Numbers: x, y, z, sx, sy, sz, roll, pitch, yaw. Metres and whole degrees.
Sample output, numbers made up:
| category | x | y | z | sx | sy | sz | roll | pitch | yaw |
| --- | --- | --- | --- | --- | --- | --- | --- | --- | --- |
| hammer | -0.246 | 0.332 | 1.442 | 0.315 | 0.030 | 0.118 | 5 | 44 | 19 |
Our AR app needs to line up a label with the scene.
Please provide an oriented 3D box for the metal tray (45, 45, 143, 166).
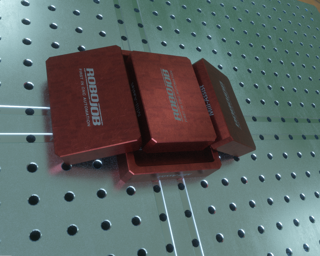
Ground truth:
| category | x | y | z | sx | sy | sz | roll | pitch | yaw |
| --- | --- | --- | --- | --- | --- | --- | --- | --- | --- |
| metal tray | -0.078 | -0.030 | 0.359 | 0.091 | 0.030 | 0.130 | -12 | 66 | -6 |

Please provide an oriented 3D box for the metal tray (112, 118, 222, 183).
| category | x | y | z | sx | sy | sz | roll | pitch | yaw |
| --- | --- | --- | --- | --- | --- | --- | --- | --- | --- |
| metal tray | 0.009 | 0.019 | 0.400 | 0.131 | 0.030 | 0.090 | 0 | 62 | -28 |

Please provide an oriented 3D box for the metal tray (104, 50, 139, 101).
| category | x | y | z | sx | sy | sz | roll | pitch | yaw |
| --- | --- | --- | --- | --- | --- | --- | --- | --- | --- |
| metal tray | -0.012 | -0.061 | 0.437 | 0.131 | 0.030 | 0.090 | 0 | 62 | -28 |

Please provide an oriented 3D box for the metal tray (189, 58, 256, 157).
| category | x | y | z | sx | sy | sz | roll | pitch | yaw |
| --- | --- | --- | --- | --- | --- | --- | --- | --- | --- |
| metal tray | 0.088 | -0.028 | 0.447 | 0.090 | 0.030 | 0.130 | 19 | 49 | -51 |

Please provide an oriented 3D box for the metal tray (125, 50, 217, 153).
| category | x | y | z | sx | sy | sz | roll | pitch | yaw |
| --- | --- | --- | --- | --- | --- | --- | --- | --- | --- |
| metal tray | 0.010 | -0.035 | 0.394 | 0.091 | 0.030 | 0.130 | 0 | 62 | -29 |
